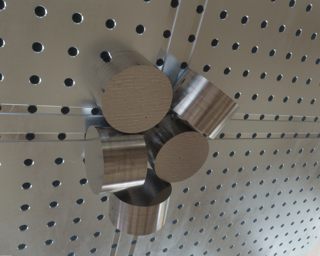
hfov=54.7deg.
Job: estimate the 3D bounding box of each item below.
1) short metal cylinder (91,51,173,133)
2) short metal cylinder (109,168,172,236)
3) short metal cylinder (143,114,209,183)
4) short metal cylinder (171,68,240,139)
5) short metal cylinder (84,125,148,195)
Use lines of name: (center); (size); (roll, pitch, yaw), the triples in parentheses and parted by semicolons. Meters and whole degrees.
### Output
short metal cylinder: (-0.033, -0.041, 0.351); (0.081, 0.050, 0.079); (-13, 124, -20)
short metal cylinder: (-0.027, 0.097, 0.420); (0.081, 0.080, 0.050); (-6, 122, -25)
short metal cylinder: (0.019, 0.027, 0.422); (0.081, 0.050, 0.079); (-14, 125, -21)
short metal cylinder: (0.051, -0.030, 0.384); (0.080, 0.080, 0.050); (32, 100, -38)
short metal cylinder: (-0.055, 0.036, 0.369); (0.050, 0.080, 0.079); (-3, 120, -28)
